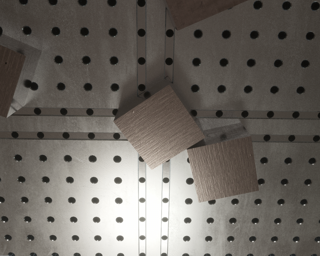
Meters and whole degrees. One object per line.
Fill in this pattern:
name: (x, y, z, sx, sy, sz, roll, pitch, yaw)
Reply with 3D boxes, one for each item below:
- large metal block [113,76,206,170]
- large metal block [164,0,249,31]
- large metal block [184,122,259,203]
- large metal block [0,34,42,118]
large metal block: (0.000, -0.007, 0.398, 0.080, 0.050, 0.080, -33, 107, 11)
large metal block: (0.045, -0.146, 0.331, 0.080, 0.080, 0.050, -22, 109, 7)
large metal block: (0.081, 0.046, 0.418, 0.080, 0.050, 0.079, -13, 110, 4)
large metal block: (-0.202, -0.070, 0.371, 0.080, 0.050, 0.079, 23, 108, -9)
